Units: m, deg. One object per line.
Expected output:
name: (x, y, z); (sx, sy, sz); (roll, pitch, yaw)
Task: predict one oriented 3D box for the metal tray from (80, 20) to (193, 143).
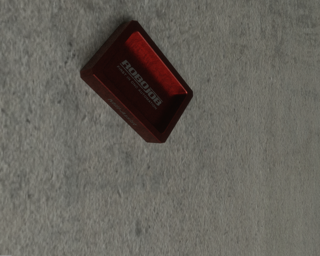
metal tray: (-0.022, -0.053, 0.384); (0.130, 0.030, 0.090); (47, 62, -30)
